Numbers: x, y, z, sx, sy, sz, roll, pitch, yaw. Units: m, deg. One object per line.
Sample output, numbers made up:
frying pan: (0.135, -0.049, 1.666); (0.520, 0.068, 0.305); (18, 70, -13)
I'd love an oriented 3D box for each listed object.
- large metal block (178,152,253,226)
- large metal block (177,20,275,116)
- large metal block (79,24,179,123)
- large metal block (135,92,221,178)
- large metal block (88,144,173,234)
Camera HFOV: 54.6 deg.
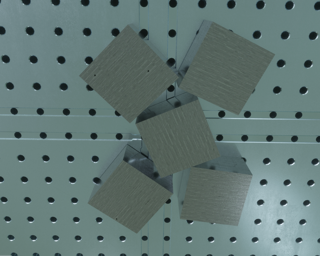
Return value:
large metal block: (0.073, 0.083, 0.431); (0.080, 0.050, 0.079); (8, 110, -4)
large metal block: (0.074, -0.073, 0.372); (0.080, 0.050, 0.080); (23, 108, -12)
large metal block: (-0.035, -0.067, 0.375); (0.080, 0.050, 0.080); (-42, 104, 14)
large metal block: (0.023, 0.007, 0.402); (0.080, 0.050, 0.080); (-21, 109, 7)
large metal block: (-0.039, 0.084, 0.429); (0.080, 0.050, 0.080); (36, 106, -12)
